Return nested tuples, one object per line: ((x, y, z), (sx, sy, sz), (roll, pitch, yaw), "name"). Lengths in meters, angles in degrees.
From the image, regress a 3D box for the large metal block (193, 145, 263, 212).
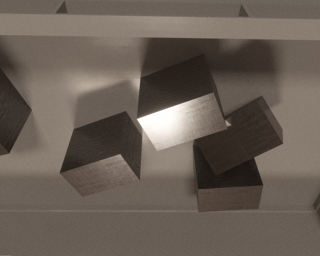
((0.090, 0.067, 0.431), (0.080, 0.080, 0.050), (-4, 130, 3), "large metal block")

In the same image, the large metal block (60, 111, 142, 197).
((-0.071, 0.033, 0.400), (0.080, 0.080, 0.050), (-18, 128, 14), "large metal block")

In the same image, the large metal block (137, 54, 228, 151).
((0.024, -0.030, 0.348), (0.080, 0.080, 0.050), (-19, 128, 15), "large metal block")

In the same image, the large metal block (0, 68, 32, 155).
((-0.203, -0.021, 0.352), (0.050, 0.080, 0.080), (-14, 129, 11), "large metal block")

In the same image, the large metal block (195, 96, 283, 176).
((0.096, 0.006, 0.371), (0.080, 0.080, 0.050), (-31, 88, 23), "large metal block")
